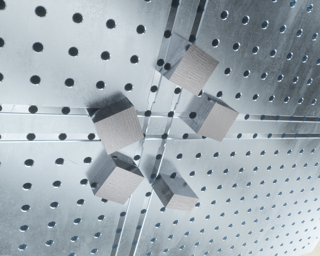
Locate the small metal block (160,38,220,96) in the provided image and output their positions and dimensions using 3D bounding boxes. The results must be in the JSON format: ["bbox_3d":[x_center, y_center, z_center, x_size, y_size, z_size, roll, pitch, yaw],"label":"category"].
[{"bbox_3d":[0.037,-0.075,0.384,0.050,0.025,0.050,23,106,-36],"label":"small metal block"}]

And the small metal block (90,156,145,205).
[{"bbox_3d":[-0.058,0.072,0.423,0.050,0.025,0.050,30,102,-38],"label":"small metal block"}]

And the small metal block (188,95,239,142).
[{"bbox_3d":[0.077,-0.013,0.445,0.050,0.025,0.050,18,109,-35],"label":"small metal block"}]

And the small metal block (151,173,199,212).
[{"bbox_3d":[0.022,0.097,0.466,0.050,0.050,0.025,19,108,-36],"label":"small metal block"}]

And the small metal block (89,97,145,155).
[{"bbox_3d":[-0.052,-0.002,0.381,0.050,0.025,0.050,-25,128,-13],"label":"small metal block"}]
